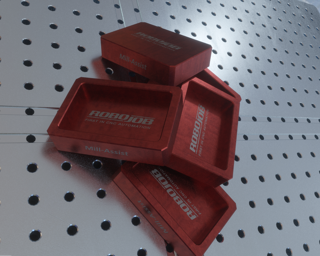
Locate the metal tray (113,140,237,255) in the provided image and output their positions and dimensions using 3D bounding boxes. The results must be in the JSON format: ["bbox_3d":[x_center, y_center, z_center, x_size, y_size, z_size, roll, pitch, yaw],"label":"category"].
[{"bbox_3d":[0.020,0.077,0.370,0.130,0.030,0.091,48,51,5],"label":"metal tray"}]

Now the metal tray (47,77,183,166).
[{"bbox_3d":[-0.046,-0.011,0.349,0.131,0.030,0.090,7,53,11],"label":"metal tray"}]

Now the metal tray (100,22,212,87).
[{"bbox_3d":[-0.006,-0.106,0.429,0.130,0.030,0.091,29,44,29],"label":"metal tray"}]

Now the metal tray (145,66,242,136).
[{"bbox_3d":[0.052,-0.055,0.468,0.130,0.030,0.090,40,51,-2],"label":"metal tray"}]

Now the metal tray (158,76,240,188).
[{"bbox_3d":[0.052,0.000,0.396,0.090,0.030,0.130,26,52,-13],"label":"metal tray"}]
